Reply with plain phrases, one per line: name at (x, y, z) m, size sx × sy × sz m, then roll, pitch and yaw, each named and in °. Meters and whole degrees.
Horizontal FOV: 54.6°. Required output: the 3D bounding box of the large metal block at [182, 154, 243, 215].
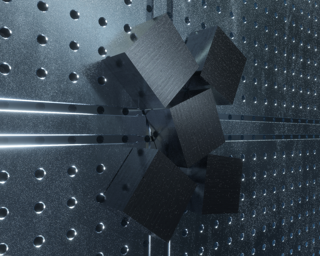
large metal block at (0.073, 0.080, 0.453) m, size 0.081 × 0.050 × 0.080 m, roll 12°, pitch 83°, yaw -40°

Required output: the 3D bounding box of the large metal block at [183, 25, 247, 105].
large metal block at (0.075, -0.087, 0.453) m, size 0.080 × 0.050 × 0.080 m, roll 33°, pitch 70°, yaw -38°

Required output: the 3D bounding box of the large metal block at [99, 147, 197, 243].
large metal block at (-0.012, 0.080, 0.380) m, size 0.080 × 0.050 × 0.080 m, roll 45°, pitch 63°, yaw -30°

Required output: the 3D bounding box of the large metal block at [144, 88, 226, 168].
large metal block at (0.036, -0.002, 0.421) m, size 0.081 × 0.050 × 0.080 m, roll -28°, pitch 108°, yaw -36°

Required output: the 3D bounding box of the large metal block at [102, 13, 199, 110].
large metal block at (-0.009, -0.080, 0.384) m, size 0.080 × 0.050 × 0.080 m, roll -51°, pitch 120°, yaw -27°
